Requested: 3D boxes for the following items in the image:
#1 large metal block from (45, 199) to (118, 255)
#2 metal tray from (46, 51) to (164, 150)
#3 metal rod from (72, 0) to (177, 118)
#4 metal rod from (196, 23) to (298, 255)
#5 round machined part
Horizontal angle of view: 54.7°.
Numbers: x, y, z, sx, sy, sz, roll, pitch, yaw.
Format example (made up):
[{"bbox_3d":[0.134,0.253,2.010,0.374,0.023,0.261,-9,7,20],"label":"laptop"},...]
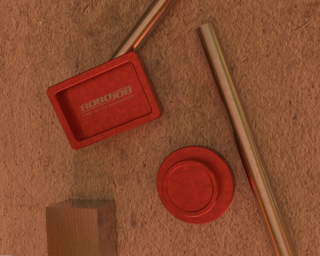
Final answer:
[{"bbox_3d":[-0.108,0.145,0.432,0.080,0.050,0.079,-3,89,19],"label":"large metal block"},{"bbox_3d":[-0.071,-0.035,0.410,0.130,0.030,0.090,-21,97,11],"label":"metal tray"},{"bbox_3d":[-0.039,-0.113,0.421,0.025,0.025,0.299,44,103,14],"label":"metal rod"},{"bbox_3d":[0.103,0.015,0.372,0.025,0.025,0.299,-20,84,18],"label":"metal rod"},{"bbox_3d":[0.042,0.071,0.385,0.098,0.042,0.097,0,90,19],"label":"round machined part"}]
